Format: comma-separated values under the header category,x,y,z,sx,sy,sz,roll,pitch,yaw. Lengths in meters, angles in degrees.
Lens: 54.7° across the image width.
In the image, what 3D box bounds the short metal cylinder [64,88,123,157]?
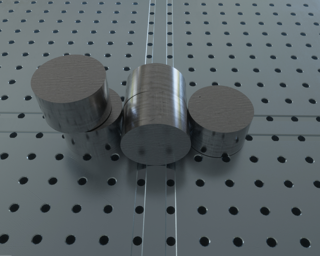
category,x,y,z,sx,sy,sz,roll,pitch,yaw
short metal cylinder,-0.087,-0.010,0.399,0.081,0.050,0.080,0,50,0

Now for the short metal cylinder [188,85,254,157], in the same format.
category,x,y,z,sx,sy,sz,roll,pitch,yaw
short metal cylinder,0.075,-0.009,0.399,0.081,0.050,0.080,0,50,0

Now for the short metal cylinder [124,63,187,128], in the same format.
category,x,y,z,sx,sy,sz,roll,pitch,yaw
short metal cylinder,-0.006,-0.037,0.403,0.081,0.080,0.050,1,51,0

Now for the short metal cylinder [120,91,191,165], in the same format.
category,x,y,z,sx,sy,sz,roll,pitch,yaw
short metal cylinder,-0.005,0.002,0.370,0.081,0.080,0.050,-1,50,-1

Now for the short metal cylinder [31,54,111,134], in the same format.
category,x,y,z,sx,sy,sz,roll,pitch,yaw
short metal cylinder,-0.099,-0.040,0.357,0.081,0.050,0.080,0,50,0
